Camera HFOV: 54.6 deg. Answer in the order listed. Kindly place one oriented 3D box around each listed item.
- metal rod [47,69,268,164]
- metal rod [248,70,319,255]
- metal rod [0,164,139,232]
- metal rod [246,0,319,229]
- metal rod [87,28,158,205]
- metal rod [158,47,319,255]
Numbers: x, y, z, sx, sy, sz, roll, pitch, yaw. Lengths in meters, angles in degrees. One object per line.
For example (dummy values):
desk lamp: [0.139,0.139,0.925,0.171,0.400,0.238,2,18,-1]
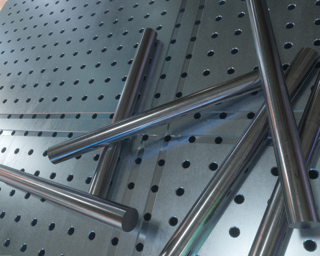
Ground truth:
metal rod: [-0.004,-0.014,0.397,0.301,0.025,0.025,-20,54,8]
metal rod: [0.159,-0.002,0.325,0.025,0.025,0.300,17,70,34]
metal rod: [-0.147,0.083,0.412,0.300,0.025,0.025,6,64,38]
metal rod: [0.124,-0.046,0.338,0.025,0.025,0.300,-12,55,21]
metal rod: [-0.052,-0.025,0.451,0.025,0.025,0.300,1,62,29]
metal rod: [0.089,0.031,0.342,0.025,0.025,0.300,29,77,37]
